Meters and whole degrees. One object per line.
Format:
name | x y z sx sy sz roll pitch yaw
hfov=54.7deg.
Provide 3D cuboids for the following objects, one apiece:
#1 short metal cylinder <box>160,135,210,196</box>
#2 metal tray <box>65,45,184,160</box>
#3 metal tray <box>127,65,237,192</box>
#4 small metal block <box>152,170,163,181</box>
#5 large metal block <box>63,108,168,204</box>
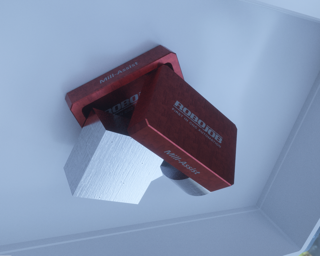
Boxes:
short metal cylinder | 0.047 0.047 0.428 0.080 0.080 0.050 -43 130 1
metal tray | -0.032 -0.029 0.369 0.131 0.030 0.090 -30 129 -10
metal tray | 0.033 0.002 0.347 0.130 0.090 0.030 37 136 -25
small metal block | -0.029 0.052 0.425 0.050 0.025 0.050 -26 128 -13
large metal block | -0.049 0.033 0.344 0.081 0.050 0.080 18 109 -36
